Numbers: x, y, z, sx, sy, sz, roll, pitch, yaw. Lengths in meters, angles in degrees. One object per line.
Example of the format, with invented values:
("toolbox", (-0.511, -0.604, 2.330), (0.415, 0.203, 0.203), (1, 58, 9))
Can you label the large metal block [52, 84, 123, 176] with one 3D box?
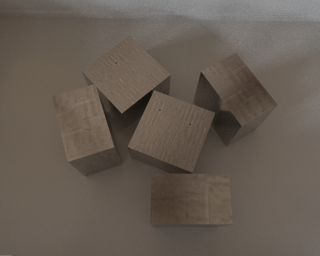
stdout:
("large metal block", (-0.085, 0.006, 0.376), (0.050, 0.080, 0.080), (-18, 71, -7))

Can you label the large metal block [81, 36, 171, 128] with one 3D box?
("large metal block", (-0.043, -0.062, 0.417), (0.080, 0.050, 0.080), (-40, 75, -14))

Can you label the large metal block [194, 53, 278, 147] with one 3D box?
("large metal block", (0.090, -0.033, 0.391), (0.050, 0.080, 0.080), (-30, 73, -10))

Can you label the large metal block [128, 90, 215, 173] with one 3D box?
("large metal block", (0.015, 0.010, 0.391), (0.080, 0.050, 0.080), (21, 71, 7))

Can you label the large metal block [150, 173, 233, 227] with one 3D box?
("large metal block", (0.031, 0.084, 0.349), (0.081, 0.080, 0.050), (1, 70, 0))
